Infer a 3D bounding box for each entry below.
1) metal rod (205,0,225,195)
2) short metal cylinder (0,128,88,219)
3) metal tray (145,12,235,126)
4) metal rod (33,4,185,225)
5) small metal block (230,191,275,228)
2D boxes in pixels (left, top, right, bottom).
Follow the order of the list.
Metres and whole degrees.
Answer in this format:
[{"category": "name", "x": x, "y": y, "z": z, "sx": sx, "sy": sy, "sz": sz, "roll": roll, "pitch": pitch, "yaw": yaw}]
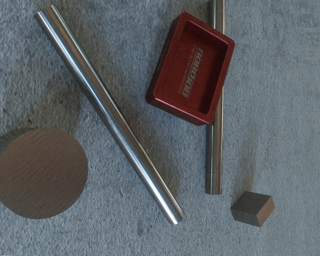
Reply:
[{"category": "metal rod", "x": 0.085, "y": -0.049, "z": 0.475, "sx": 0.025, "sy": 0.025, "sz": 0.298, "roll": 2, "pitch": 89, "yaw": -40}, {"category": "short metal cylinder", "x": -0.116, "y": 0.040, "z": 0.291, "sx": 0.081, "sy": 0.050, "sz": 0.079, "roll": 0, "pitch": 90, "yaw": -40}, {"category": "metal tray", "x": 0.043, "y": -0.078, "z": 0.420, "sx": 0.090, "sy": 0.030, "sz": 0.130, "roll": 24, "pitch": 74, "yaw": -20}, {"category": "metal rod", "x": -0.046, "y": 0.002, "z": 0.365, "sx": 0.025, "sy": 0.025, "sz": 0.299, "roll": -44, "pitch": 117, "yaw": -31}, {"category": "small metal block", "x": 0.155, "y": 0.135, "z": 0.519, "sx": 0.050, "sy": 0.050, "sz": 0.025, "roll": -35, "pitch": 112, "yaw": -34}]
